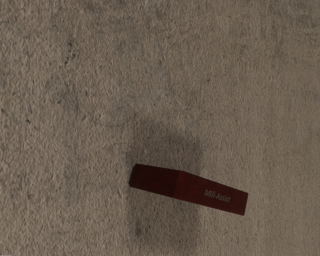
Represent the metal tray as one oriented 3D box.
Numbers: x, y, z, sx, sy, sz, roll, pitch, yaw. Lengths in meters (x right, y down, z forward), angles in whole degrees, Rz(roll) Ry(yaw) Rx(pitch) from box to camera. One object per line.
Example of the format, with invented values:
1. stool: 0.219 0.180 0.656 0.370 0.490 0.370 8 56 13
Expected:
1. metal tray: 0.039 0.079 0.397 0.131 0.090 0.030 24 75 -38
